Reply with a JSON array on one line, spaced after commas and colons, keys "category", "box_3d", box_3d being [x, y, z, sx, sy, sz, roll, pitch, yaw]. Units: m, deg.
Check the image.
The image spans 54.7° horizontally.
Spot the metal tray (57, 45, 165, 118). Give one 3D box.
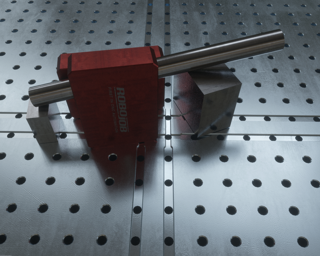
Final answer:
[{"category": "metal tray", "box_3d": [-0.060, -0.059, 0.413, 0.131, 0.089, 0.030, -7, 52, -6]}]

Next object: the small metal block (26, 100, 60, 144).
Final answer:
[{"category": "small metal block", "box_3d": [-0.150, -0.016, 0.402, 0.025, 0.050, 0.050, -6, 51, -6]}]

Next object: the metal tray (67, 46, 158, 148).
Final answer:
[{"category": "metal tray", "box_3d": [-0.049, -0.030, 0.364, 0.091, 0.129, 0.030, -7, 51, -7]}]

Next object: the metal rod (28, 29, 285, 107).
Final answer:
[{"category": "metal rod", "box_3d": [-0.004, -0.071, 0.369, 0.302, 0.025, 0.025, -13, 51, 1]}]

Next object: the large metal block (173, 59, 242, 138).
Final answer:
[{"category": "large metal block", "box_3d": [0.058, -0.048, 0.412, 0.050, 0.080, 0.080, -18, 53, -15]}]
